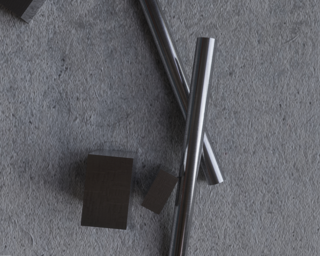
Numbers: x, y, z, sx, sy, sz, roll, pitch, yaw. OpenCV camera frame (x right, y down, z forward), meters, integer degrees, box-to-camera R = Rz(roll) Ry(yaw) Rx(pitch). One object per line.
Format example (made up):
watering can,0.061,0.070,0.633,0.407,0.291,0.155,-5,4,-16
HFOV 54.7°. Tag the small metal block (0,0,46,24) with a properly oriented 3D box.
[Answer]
small metal block,-0.184,-0.176,0.407,0.050,0.025,0.050,35,90,-1

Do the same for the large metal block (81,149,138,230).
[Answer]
large metal block,-0.059,0.070,0.382,0.050,0.080,0.079,6,90,0

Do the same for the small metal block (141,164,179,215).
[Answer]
small metal block,0.000,0.077,0.398,0.025,0.050,0.050,29,90,0

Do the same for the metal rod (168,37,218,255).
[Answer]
metal rod,0.039,0.040,0.390,0.025,0.025,0.298,7,98,-1

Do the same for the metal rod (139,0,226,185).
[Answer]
metal rod,0.023,-0.069,0.410,0.025,0.025,0.299,-21,90,0
